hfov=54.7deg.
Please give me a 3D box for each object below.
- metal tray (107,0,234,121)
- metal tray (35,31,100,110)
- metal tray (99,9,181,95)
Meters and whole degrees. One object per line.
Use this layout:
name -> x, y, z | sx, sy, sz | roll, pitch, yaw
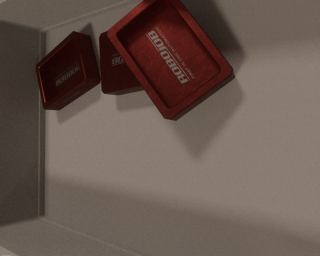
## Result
metal tray -> 0.011, -0.084, 0.356 | 0.090, 0.030, 0.130 | -37, 80, 11
metal tray -> -0.162, -0.094, 0.533 | 0.130, 0.030, 0.090 | -24, 75, 37
metal tray -> -0.029, -0.099, 0.425 | 0.130, 0.030, 0.089 | -5, 87, 39
